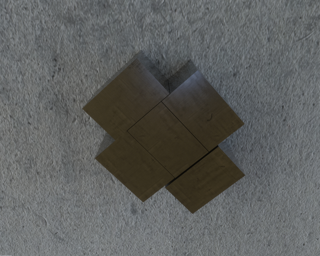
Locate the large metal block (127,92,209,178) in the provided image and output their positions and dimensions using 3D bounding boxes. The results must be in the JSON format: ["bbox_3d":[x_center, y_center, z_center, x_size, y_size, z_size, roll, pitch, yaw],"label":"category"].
[{"bbox_3d":[0.009,0.001,0.383,0.050,0.080,0.080,-40,106,13],"label":"large metal block"}]

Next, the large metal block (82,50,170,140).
[{"bbox_3d":[-0.037,-0.042,0.366,0.080,0.080,0.050,-40,106,13],"label":"large metal block"}]

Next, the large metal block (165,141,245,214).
[{"bbox_3d":[0.053,0.049,0.401,0.080,0.080,0.050,-40,106,13],"label":"large metal block"}]

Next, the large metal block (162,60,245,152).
[{"bbox_3d":[0.047,-0.030,0.372,0.050,0.080,0.080,-40,106,13],"label":"large metal block"}]

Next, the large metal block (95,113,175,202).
[{"bbox_3d":[-0.029,0.033,0.394,0.050,0.080,0.080,-40,106,13],"label":"large metal block"}]
